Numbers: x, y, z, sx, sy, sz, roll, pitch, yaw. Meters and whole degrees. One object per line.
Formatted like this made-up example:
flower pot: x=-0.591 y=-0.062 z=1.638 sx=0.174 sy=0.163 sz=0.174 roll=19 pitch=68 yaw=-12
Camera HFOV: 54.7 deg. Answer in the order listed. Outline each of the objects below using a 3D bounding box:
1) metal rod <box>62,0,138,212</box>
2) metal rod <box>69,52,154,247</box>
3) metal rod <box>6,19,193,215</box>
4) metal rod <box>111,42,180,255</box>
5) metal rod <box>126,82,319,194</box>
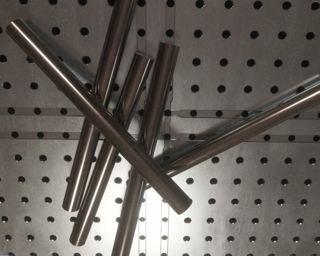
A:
metal rod: x=-0.084 y=-0.018 z=0.405 sx=0.025 sy=0.025 sz=0.298 roll=17 pitch=109 yaw=-7
metal rod: x=-0.072 y=0.042 z=0.427 sx=0.025 sy=0.025 sz=0.298 roll=20 pitch=109 yaw=-8
metal rod: x=-0.071 y=-0.011 z=0.376 sx=0.025 sy=0.025 sz=0.300 roll=-42 pitch=94 yaw=13
metal rod: x=-0.022 y=0.040 z=0.407 sx=0.025 sy=0.025 sz=0.298 roll=13 pitch=102 yaw=-5
metal rod: x=0.089 y=0.017 z=0.420 sx=0.301 sy=0.025 sz=0.025 roll=-28 pitch=108 yaw=9
